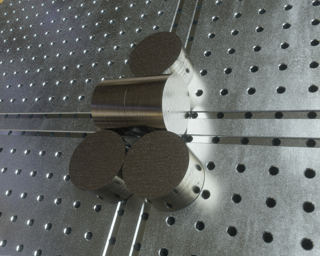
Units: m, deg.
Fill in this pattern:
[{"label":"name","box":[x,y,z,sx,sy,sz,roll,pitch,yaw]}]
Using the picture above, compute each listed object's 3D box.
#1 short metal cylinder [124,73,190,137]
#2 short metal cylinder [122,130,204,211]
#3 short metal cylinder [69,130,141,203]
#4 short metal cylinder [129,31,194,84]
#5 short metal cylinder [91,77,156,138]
[{"label":"short metal cylinder","box":[-0.001,-0.027,0.389,0.050,0.080,0.080,0,62,28]},{"label":"short metal cylinder","box":[0.004,0.049,0.356,0.080,0.050,0.080,-13,56,20]},{"label":"short metal cylinder","box":[-0.067,0.049,0.394,0.080,0.050,0.080,-13,56,20]},{"label":"short metal cylinder","box":[0.003,-0.091,0.445,0.080,0.050,0.080,-13,56,20]},{"label":"short metal cylinder","box":[-0.045,-0.027,0.412,0.050,0.080,0.080,0,62,28]}]
